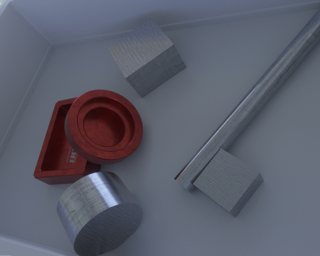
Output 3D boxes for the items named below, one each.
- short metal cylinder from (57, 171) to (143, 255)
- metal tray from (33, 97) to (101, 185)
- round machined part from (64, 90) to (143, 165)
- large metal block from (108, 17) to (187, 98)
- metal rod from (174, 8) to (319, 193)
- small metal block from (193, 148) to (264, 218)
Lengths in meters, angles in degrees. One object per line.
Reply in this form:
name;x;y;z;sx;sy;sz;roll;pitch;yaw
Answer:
short metal cylinder;-0.067;0.095;0.345;0.080;0.080;0.050;-43;51;-2
metal tray;-0.125;0.015;0.456;0.090;0.030;0.130;-8;58;24
round machined part;-0.076;0.002;0.409;0.042;0.099;0.098;-41;37;53
large metal block;-0.020;-0.105;0.463;0.080;0.050;0.080;-34;52;5
metal rod;0.124;-0.046;0.368;0.300;0.025;0.025;-48;52;-7
small metal block;0.073;0.058;0.331;0.050;0.025;0.050;34;80;38
